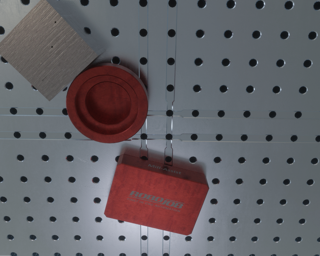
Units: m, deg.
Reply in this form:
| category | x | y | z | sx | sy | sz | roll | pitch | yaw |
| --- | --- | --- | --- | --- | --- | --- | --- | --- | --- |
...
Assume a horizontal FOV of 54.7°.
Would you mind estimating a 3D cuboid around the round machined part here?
| category | x | y | z | sx | sy | sz | roll | pitch | yaw |
| --- | --- | --- | --- | --- | --- | --- | --- | --- | --- |
| round machined part | -0.064 | -0.033 | 0.391 | 0.099 | 0.042 | 0.097 | 0 | 110 | 0 |

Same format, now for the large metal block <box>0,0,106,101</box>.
| category | x | y | z | sx | sy | sz | roll | pitch | yaw |
| --- | --- | --- | --- | --- | --- | --- | --- | --- | --- |
| large metal block | -0.125 | -0.092 | 0.365 | 0.080 | 0.050 | 0.080 | -40 | 106 | 13 |

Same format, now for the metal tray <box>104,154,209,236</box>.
| category | x | y | z | sx | sy | sz | roll | pitch | yaw |
| --- | --- | --- | --- | --- | --- | --- | --- | --- | --- |
| metal tray | -0.006 | 0.098 | 0.447 | 0.131 | 0.030 | 0.089 | 15 | 109 | -6 |
